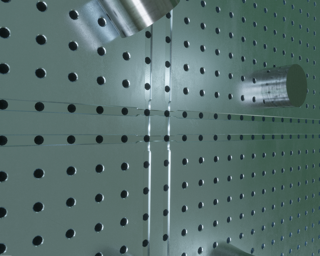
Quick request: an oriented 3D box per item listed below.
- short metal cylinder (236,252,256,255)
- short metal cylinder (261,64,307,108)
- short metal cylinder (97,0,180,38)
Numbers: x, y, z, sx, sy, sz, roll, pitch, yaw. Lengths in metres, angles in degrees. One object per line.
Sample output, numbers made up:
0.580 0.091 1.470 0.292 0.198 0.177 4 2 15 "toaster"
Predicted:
0.157 0.259 0.525 0.081 0.050 0.079 0 90 -40 "short metal cylinder"
0.238 -0.078 0.591 0.081 0.050 0.079 0 90 -40 "short metal cylinder"
-0.025 -0.147 0.352 0.080 0.080 0.050 -49 119 -29 "short metal cylinder"
